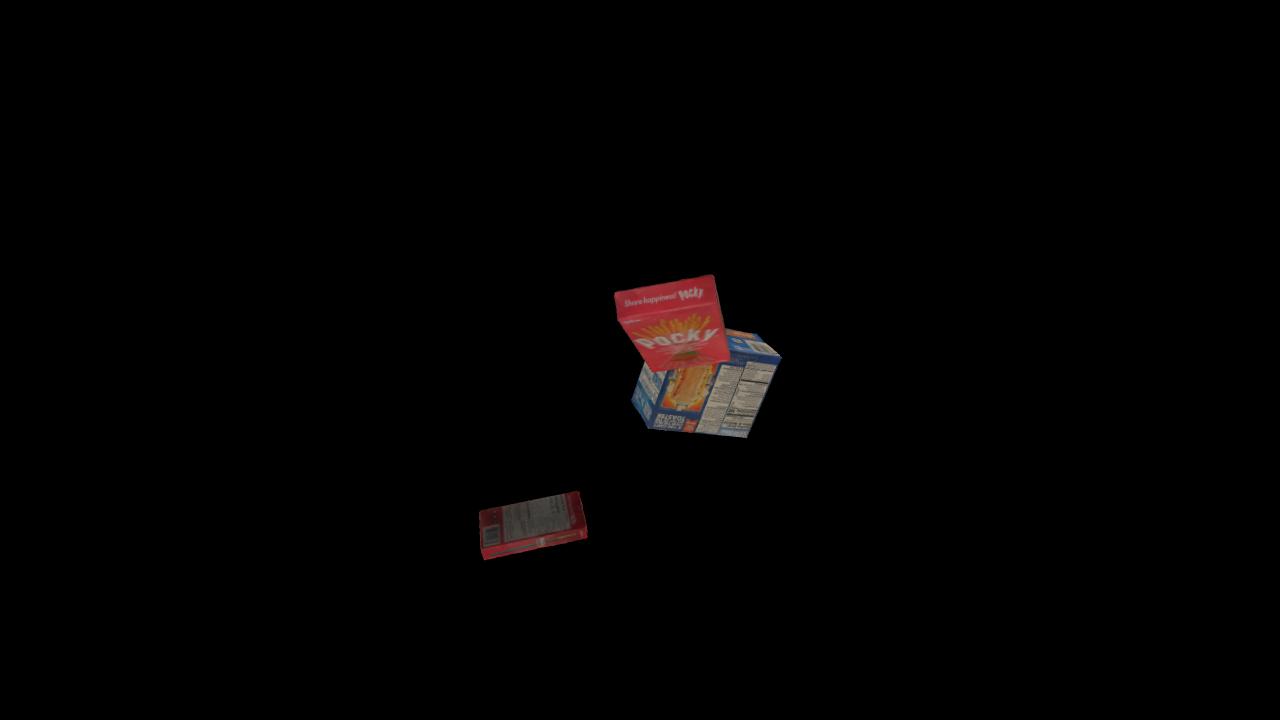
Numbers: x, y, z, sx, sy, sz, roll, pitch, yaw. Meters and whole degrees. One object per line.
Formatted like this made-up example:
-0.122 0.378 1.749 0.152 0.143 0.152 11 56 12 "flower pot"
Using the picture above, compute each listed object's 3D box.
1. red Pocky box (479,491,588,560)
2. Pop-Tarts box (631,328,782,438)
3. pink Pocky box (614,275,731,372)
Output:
-0.160 0.246 0.921 0.155 0.028 0.083 -9 30 -10 "red Pocky box"
0.093 0.028 0.889 0.167 0.141 0.083 8 25 -23 "Pop-Tarts box"
0.035 -0.028 0.563 0.084 0.029 0.155 -9 -20 9 "pink Pocky box"
